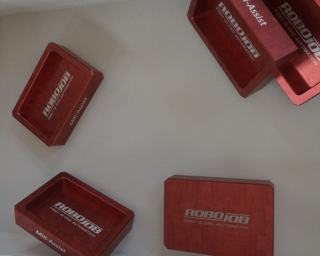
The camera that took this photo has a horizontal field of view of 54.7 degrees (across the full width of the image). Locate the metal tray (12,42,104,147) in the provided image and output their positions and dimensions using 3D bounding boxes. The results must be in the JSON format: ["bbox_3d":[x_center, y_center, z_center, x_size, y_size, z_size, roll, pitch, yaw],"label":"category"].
[{"bbox_3d":[-0.154,-0.049,0.462,0.090,0.030,0.129,36,101,16],"label":"metal tray"}]

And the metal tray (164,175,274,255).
[{"bbox_3d":[0.071,0.108,0.383,0.130,0.030,0.089,0,90,20],"label":"metal tray"}]

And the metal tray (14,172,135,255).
[{"bbox_3d":[-0.112,0.120,0.413,0.130,0.090,0.030,25,126,18],"label":"metal tray"}]

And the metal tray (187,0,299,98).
[{"bbox_3d":[0.084,-0.107,0.344,0.030,0.090,0.130,-29,79,-13],"label":"metal tray"}]

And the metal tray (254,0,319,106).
[{"bbox_3d":[0.149,-0.101,0.330,0.130,0.030,0.090,58,143,10],"label":"metal tray"}]
